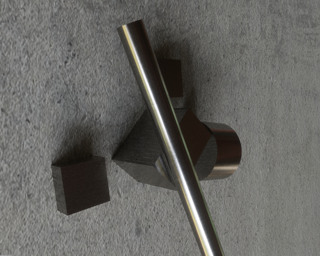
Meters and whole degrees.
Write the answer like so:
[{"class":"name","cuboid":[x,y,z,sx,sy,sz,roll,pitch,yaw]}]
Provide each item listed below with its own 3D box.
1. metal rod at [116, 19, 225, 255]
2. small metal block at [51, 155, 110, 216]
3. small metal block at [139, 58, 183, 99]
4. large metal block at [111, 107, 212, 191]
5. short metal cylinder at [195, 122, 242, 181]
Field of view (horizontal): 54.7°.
[{"class":"metal rod","cuboid":[0.022,0.041,0.320,0.025,0.025,0.298,-33,111,-36]},{"class":"small metal block","cuboid":[-0.085,0.060,0.335,0.050,0.025,0.050,-11,97,-40]},{"class":"small metal block","cuboid":[0.002,-0.064,0.409,0.050,0.025,0.050,-7,95,-40]},{"class":"large metal block","cuboid":[0.002,0.023,0.372,0.050,0.080,0.080,47,62,-30]},{"class":"short metal cylinder","cuboid":[0.063,0.031,0.424,0.050,0.080,0.080,4,88,-40]}]
